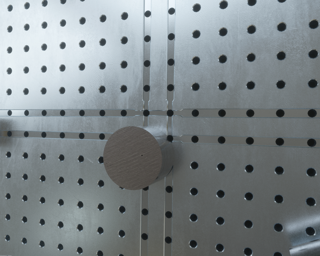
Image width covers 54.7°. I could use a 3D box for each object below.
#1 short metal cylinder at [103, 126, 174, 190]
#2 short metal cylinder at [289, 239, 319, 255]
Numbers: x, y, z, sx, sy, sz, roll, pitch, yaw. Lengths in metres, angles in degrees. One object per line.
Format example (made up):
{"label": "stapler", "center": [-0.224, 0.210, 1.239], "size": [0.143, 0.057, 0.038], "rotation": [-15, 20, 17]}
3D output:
{"label": "short metal cylinder", "center": [-0.027, 0.037, 0.409], "size": [0.080, 0.050, 0.079], "rotation": [0, 90, 20]}
{"label": "short metal cylinder", "center": [0.176, 0.158, 0.321], "size": [0.050, 0.080, 0.080], "rotation": [-25, 82, 18]}
